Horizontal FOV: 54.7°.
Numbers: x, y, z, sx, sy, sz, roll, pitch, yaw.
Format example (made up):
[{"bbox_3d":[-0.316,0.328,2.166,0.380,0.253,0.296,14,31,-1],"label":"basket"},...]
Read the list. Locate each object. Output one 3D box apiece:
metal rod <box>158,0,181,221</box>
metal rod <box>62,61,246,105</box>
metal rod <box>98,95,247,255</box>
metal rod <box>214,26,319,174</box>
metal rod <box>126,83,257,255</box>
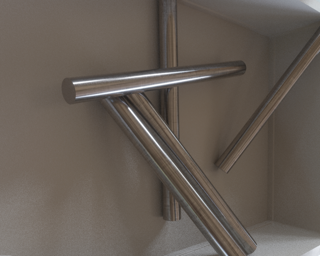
[{"bbox_3d":[0.013,-0.026,0.419,0.025,0.025,0.298,-2,91,-40],"label":"metal rod"},{"bbox_3d":[0.021,-0.065,0.390,0.302,0.025,0.025,-16,101,-43],"label":"metal rod"},{"bbox_3d":[0.021,0.065,0.349,0.025,0.025,0.300,-37,89,-34],"label":"metal rod"},{"bbox_3d":[0.189,-0.052,0.502,0.025,0.025,0.300,40,86,-33],"label":"metal rod"},{"bbox_3d":[0.040,0.056,0.404,0.025,0.025,0.300,-47,108,-30],"label":"metal rod"}]
